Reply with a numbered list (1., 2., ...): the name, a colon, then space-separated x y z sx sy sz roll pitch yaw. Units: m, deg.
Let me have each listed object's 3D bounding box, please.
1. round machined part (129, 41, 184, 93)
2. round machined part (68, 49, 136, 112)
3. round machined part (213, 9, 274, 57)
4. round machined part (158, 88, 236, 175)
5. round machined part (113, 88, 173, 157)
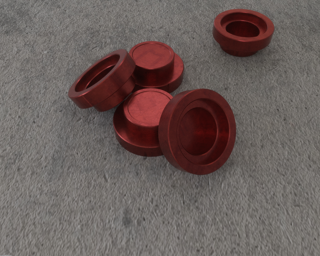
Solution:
1. round machined part: -0.012 -0.096 0.473 0.099 0.042 0.098 0 50 0
2. round machined part: -0.073 -0.060 0.422 0.098 0.042 0.098 -27 32 19
3. round machined part: 0.138 -0.158 0.525 0.099 0.042 0.098 0 50 0
4. round machined part: 0.040 0.004 0.366 0.099 0.098 0.042 -35 19 -26
5. round machined part: -0.012 -0.014 0.404 0.099 0.042 0.098 0 50 0
